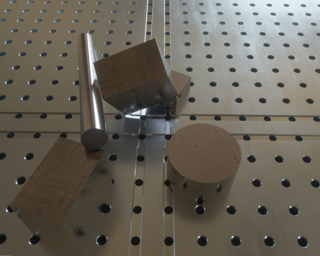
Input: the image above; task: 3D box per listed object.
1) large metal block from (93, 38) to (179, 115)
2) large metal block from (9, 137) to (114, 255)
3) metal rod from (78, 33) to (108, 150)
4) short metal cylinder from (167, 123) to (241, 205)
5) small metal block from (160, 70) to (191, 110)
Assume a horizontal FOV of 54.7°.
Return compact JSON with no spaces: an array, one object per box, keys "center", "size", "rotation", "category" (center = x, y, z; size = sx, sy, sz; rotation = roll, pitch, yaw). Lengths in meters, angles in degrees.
[{"center":[-0.027,-0.062,0.401],"size":[0.080,0.080,0.050],"rotation":[-20,75,9],"category":"large metal block"},{"center":[-0.091,0.069,0.313],"size":[0.050,0.080,0.080],"rotation":[15,52,12],"category":"large metal block"},{"center":[-0.095,-0.071,0.414],"size":[0.025,0.025,0.300],"rotation":[-10,35,-9],"category":"metal rod"},{"center":[0.048,0.041,0.358],"size":[0.081,0.050,0.080],"rotation":[0,50,0],"category":"short metal cylinder"},{"center":[0.012,-0.060,0.458],"size":[0.050,0.025,0.050],"rotation":[21,53,16],"category":"small metal block"}]
